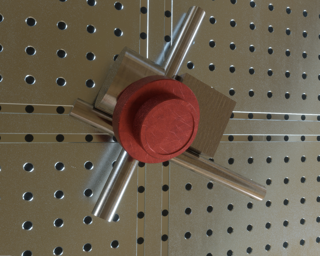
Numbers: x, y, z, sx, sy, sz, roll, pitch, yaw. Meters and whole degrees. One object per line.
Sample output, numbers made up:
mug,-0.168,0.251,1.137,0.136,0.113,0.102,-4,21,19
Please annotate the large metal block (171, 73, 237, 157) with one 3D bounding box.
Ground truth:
large metal block,0.042,-0.016,0.412,0.080,0.050,0.080,27,81,-18

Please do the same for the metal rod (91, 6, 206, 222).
metal rod,-0.007,-0.030,0.390,0.025,0.025,0.300,30,73,-18

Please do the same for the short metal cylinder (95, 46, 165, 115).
short metal cylinder,-0.037,-0.049,0.370,0.050,0.080,0.080,26,81,-19

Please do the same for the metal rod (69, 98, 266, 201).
metal rod,0.024,0.037,0.422,0.302,0.025,0.025,26,81,-19

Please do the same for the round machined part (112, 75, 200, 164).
round machined part,0.002,-0.005,0.335,0.099,0.042,0.097,-10,114,-24
